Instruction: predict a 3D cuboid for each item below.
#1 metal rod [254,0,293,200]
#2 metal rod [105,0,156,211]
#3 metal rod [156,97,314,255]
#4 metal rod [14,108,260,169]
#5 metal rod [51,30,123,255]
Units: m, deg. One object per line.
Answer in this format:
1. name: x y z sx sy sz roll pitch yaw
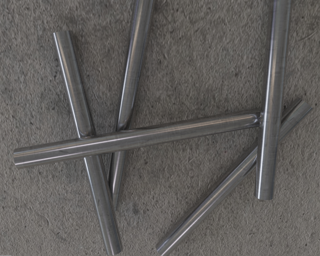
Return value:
1. metal rod: 0.137 -0.055 0.373 0.025 0.025 0.298 0 104 0
2. metal rod: -0.043 -0.022 0.401 0.025 0.025 0.298 11 110 -4
3. metal rod: 0.095 0.078 0.439 0.025 0.025 0.299 36 106 -13
4. metal rod: -0.019 0.011 0.384 0.302 0.025 0.025 -10 110 -8
5. metal rod: -0.090 0.029 0.402 0.025 0.025 0.298 -10 104 3
